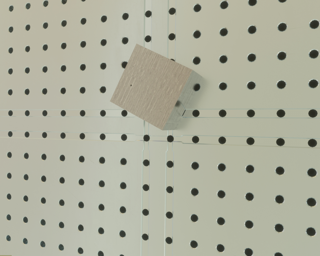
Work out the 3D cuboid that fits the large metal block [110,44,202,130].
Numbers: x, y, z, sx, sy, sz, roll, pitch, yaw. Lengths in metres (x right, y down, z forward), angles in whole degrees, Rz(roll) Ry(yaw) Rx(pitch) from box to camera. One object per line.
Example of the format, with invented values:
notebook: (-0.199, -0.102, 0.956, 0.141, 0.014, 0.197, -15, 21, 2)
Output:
large metal block: (-0.004, -0.051, 0.401, 0.080, 0.050, 0.080, 29, 100, 17)
